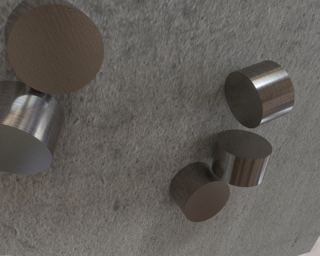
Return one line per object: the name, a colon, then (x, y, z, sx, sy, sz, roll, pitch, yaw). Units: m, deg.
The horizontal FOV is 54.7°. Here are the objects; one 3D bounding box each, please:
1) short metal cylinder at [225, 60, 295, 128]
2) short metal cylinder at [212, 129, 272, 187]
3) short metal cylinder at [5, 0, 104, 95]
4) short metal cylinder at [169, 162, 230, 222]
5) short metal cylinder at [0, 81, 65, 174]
short metal cylinder: (0.132, -0.045, 0.417, 0.050, 0.080, 0.080, -22, 127, -16)
short metal cylinder: (0.122, 0.044, 0.468, 0.081, 0.080, 0.050, -10, 123, -24)
short metal cylinder: (-0.099, -0.078, 0.289, 0.081, 0.050, 0.079, -14, 124, -21)
short metal cylinder: (0.062, 0.101, 0.489, 0.081, 0.050, 0.079, -14, 125, -21)
short metal cylinder: (-0.137, 0.002, 0.294, 0.081, 0.050, 0.080, 2, 140, 2)
